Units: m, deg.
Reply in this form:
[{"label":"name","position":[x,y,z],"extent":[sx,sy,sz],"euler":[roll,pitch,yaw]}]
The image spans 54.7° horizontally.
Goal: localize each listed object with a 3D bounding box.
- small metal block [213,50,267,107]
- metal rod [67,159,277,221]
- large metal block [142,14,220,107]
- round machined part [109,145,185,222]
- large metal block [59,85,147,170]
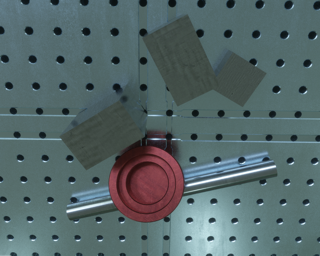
[{"label":"small metal block","position":[0.096,-0.063,0.391],"extent":[0.050,0.025,0.050],"euler":[29,107,-10]},{"label":"metal rod","position":[0.014,0.090,0.446],"extent":[0.301,0.025,0.025],"euler":[-13,110,4]},{"label":"large metal block","position":[0.023,-0.081,0.354],"extent":[0.050,0.080,0.080],"euler":[-26,108,9]},{"label":"round machined part","position":[-0.015,0.074,0.417],"extent":[0.099,0.042,0.097],"euler":[-1,82,6]},{"label":"large metal block","position":[-0.064,-0.004,0.382],"extent":[0.080,0.080,0.050],"euler":[-30,108,10]}]
